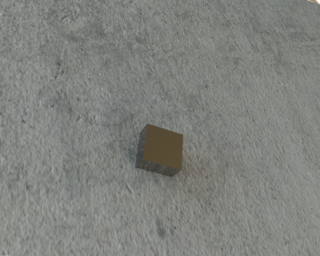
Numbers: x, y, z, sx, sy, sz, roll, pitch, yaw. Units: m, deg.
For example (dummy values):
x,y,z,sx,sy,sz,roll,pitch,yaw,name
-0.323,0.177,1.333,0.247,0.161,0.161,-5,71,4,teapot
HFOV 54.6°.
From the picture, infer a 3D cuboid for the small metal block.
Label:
x,y,z,sx,sy,sz,roll,pitch,yaw,name
0.000,0.028,0.386,0.050,0.025,0.050,18,55,-18,small metal block
